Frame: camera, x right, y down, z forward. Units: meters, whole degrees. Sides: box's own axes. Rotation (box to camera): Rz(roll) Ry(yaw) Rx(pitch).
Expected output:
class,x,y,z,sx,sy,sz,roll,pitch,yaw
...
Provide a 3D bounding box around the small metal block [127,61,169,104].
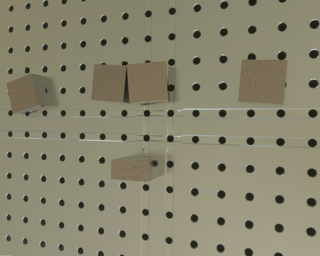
class,x,y,z,sx,sy,sz,roll,pitch,yaw
small metal block,-0.015,-0.059,0.412,0.050,0.025,0.050,-4,89,4

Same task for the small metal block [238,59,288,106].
class,x,y,z,sx,sy,sz,roll,pitch,yaw
small metal block,0.122,-0.054,0.369,0.050,0.025,0.050,5,92,20

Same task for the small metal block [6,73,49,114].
class,x,y,z,sx,sy,sz,roll,pitch,yaw
small metal block,-0.208,-0.052,0.487,0.050,0.025,0.050,-16,85,19

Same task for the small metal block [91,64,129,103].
class,x,y,z,sx,sy,sz,roll,pitch,yaw
small metal block,-0.066,-0.062,0.437,0.050,0.025,0.050,6,92,20

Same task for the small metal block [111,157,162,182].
class,x,y,z,sx,sy,sz,roll,pitch,yaw
small metal block,-0.030,0.053,0.410,0.050,0.050,0.025,1,90,20
